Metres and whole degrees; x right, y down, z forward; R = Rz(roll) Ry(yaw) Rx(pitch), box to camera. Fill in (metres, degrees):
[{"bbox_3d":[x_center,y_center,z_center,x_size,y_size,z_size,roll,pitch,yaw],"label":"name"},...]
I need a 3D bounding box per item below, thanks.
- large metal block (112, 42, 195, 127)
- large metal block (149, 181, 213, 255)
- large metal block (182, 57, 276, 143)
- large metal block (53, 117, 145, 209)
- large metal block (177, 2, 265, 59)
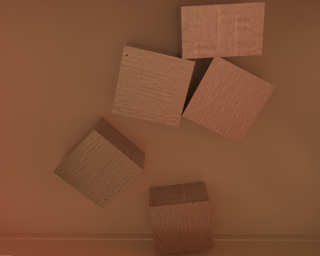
[{"bbox_3d":[-0.009,-0.054,0.378,0.081,0.050,0.079,12,110,-5],"label":"large metal block"},{"bbox_3d":[0.030,0.129,0.446,0.080,0.050,0.079,-7,110,2],"label":"large metal block"},{"bbox_3d":[0.080,-0.040,0.385,0.080,0.050,0.080,25,108,-9],"label":"large metal block"},{"bbox_3d":[-0.078,0.046,0.414,0.080,0.050,0.080,42,104,-14],"label":"large metal block"},{"bbox_3d":[0.062,-0.109,0.343,0.081,0.080,0.050,-3,110,0],"label":"large metal block"}]
